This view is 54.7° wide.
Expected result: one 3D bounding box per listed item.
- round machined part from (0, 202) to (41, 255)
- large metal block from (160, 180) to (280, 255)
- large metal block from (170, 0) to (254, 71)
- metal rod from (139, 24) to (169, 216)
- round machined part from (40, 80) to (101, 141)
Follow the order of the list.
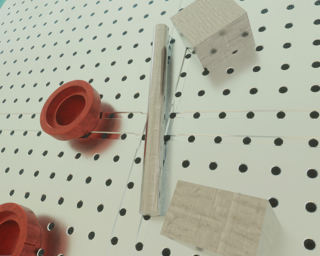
[{"bbox_3d":[-0.198,0.152,0.408,0.098,0.042,0.098,-13,56,21],"label":"round machined part"},{"bbox_3d":[0.059,0.092,0.285,0.080,0.080,0.050,7,66,31],"label":"large metal block"},{"bbox_3d":[0.073,-0.142,0.441,0.080,0.050,0.080,-33,52,7],"label":"large metal block"},{"bbox_3d":[-0.005,-0.031,0.429,0.025,0.025,0.299,-11,57,22],"label":"metal rod"},{"bbox_3d":[-0.133,-0.023,0.481,0.098,0.042,0.098,-13,56,21],"label":"round machined part"}]
